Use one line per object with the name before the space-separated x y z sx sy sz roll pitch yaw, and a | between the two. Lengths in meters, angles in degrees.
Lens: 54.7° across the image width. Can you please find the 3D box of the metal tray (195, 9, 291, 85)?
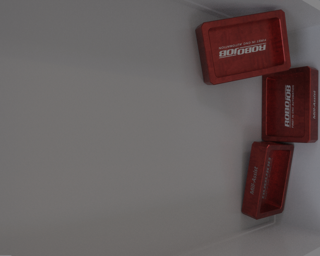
metal tray | 0.126 -0.121 0.467 0.131 0.030 0.089 -12 100 -9

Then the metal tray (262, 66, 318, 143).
metal tray | 0.232 -0.040 0.558 0.030 0.090 0.129 1 89 -40

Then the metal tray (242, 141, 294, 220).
metal tray | 0.193 0.090 0.552 0.091 0.030 0.129 3 97 -40
